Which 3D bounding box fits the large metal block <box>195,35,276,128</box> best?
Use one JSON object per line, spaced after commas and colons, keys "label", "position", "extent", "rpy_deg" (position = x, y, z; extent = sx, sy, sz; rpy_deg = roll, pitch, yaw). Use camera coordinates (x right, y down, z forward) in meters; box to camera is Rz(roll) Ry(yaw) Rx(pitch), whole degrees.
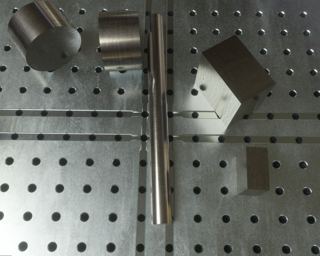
{"label": "large metal block", "position": [0.093, -0.058, 0.404], "extent": [0.050, 0.080, 0.080], "rpy_deg": [-30, 73, -10]}

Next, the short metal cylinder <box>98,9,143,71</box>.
{"label": "short metal cylinder", "position": [-0.052, -0.119, 0.426], "extent": [0.050, 0.080, 0.080], "rpy_deg": [-4, 70, -2]}

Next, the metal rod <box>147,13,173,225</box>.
{"label": "metal rod", "position": [-0.003, -0.026, 0.420], "extent": [0.025, 0.025, 0.299], "rpy_deg": [-2, 70, -1]}

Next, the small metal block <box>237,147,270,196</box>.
{"label": "small metal block", "position": [0.112, 0.054, 0.379], "extent": [0.025, 0.050, 0.050], "rpy_deg": [3, 70, 1]}

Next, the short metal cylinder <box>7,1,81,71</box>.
{"label": "short metal cylinder", "position": [-0.158, -0.125, 0.427], "extent": [0.080, 0.080, 0.050], "rpy_deg": [-35, 74, -12]}
